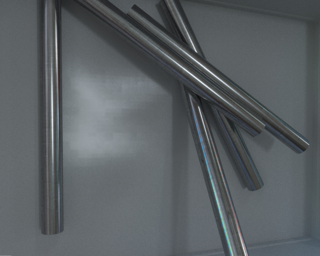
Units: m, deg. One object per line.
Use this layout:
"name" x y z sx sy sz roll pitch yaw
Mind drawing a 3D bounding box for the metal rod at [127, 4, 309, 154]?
"metal rod" 0.082 -0.058 0.413 0.301 0.025 0.025 35 79 -11

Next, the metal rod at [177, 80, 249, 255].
"metal rod" 0.066 0.060 0.370 0.025 0.025 0.299 -4 66 -20

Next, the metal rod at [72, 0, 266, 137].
"metal rod" 0.011 -0.083 0.381 0.301 0.025 0.025 35 79 -12

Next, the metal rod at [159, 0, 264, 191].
"metal rod" 0.077 -0.043 0.440 0.025 0.025 0.299 -30 100 -18

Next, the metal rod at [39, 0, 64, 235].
"metal rod" -0.128 -0.028 0.363 0.025 0.025 0.298 -1 90 -20
